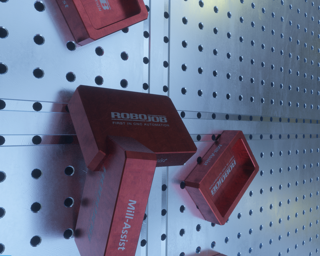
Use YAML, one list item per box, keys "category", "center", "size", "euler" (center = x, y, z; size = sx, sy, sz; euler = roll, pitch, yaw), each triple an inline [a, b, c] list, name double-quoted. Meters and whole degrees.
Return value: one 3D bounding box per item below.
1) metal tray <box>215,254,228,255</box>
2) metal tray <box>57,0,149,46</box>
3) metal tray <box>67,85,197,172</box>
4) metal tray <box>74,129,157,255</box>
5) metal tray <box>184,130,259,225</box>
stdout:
- category: "metal tray"
  center: [0.063, 0.249, 0.461]
  size: [0.131, 0.030, 0.089]
  euler: [4, 88, -40]
- category: "metal tray"
  center: [-0.076, -0.169, 0.343]
  size: [0.091, 0.030, 0.129]
  euler: [-36, 113, -34]
- category: "metal tray"
  center: [-0.028, 0.000, 0.352]
  size: [0.131, 0.030, 0.090]
  euler: [2, 51, -40]
- category: "metal tray"
  center: [-0.049, 0.073, 0.305]
  size: [0.030, 0.090, 0.129]
  euler: [9, 99, -29]
- category: "metal tray"
  center: [0.103, 0.076, 0.495]
  size: [0.131, 0.030, 0.090]
  euler: [-46, 118, -30]
